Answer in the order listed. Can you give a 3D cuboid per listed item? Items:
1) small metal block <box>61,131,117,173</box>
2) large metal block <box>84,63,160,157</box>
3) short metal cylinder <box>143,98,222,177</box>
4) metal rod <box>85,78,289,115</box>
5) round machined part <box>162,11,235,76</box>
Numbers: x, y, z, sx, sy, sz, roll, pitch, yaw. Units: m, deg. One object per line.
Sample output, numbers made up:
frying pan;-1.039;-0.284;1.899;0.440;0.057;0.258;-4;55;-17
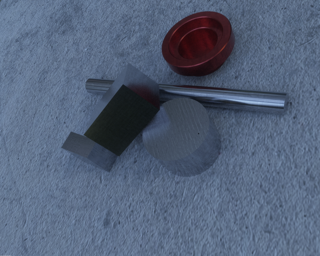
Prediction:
small metal block;-0.094;0.032;0.415;0.050;0.050;0.025;15;70;34
large metal block;-0.045;-0.025;0.390;0.080;0.050;0.080;-48;19;21
short metal cylinder;0.027;0.011;0.366;0.080;0.050;0.080;-13;56;20
metal rod;0.015;-0.048;0.424;0.300;0.025;0.025;9;66;31
round machined part;0.055;-0.111;0.431;0.098;0.042;0.098;-13;56;20
